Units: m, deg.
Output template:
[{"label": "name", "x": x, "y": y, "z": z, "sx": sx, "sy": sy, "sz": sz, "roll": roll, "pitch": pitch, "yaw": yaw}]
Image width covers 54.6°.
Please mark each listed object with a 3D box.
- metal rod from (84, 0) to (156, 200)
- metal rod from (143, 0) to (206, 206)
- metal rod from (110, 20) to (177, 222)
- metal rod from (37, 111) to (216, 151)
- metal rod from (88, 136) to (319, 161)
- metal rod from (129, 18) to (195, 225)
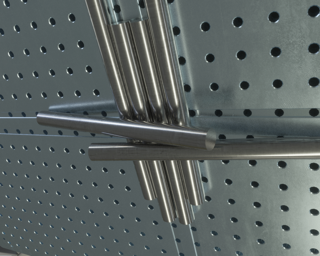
[{"label": "metal rod", "x": -0.045, "y": -0.027, "z": 0.418, "sx": 0.025, "sy": 0.025, "sz": 0.298, "roll": 1, "pitch": 119, "yaw": 28}, {"label": "metal rod", "x": 0.021, "y": -0.028, "z": 0.382, "sx": 0.025, "sy": 0.025, "sz": 0.298, "roll": 1, "pitch": 119, "yaw": 28}, {"label": "metal rod", "x": -0.015, "y": 0.009, "z": 0.424, "sx": 0.025, "sy": 0.025, "sz": 0.298, "roll": 1, "pitch": 119, "yaw": 28}, {"label": "metal rod", "x": -0.067, "y": -0.002, "z": 0.416, "sx": 0.300, "sy": 0.025, "sz": 0.025, "roll": 7, "pitch": 122, "yaw": 35}, {"label": "metal rod", "x": 0.050, "y": 0.027, "z": 0.375, "sx": 0.301, "sy": 0.025, "sz": 0.025, "roll": -2, "pitch": 118, "yaw": 19}, {"label": "metal rod", "x": 0.009, "y": 0.009, "z": 0.414, "sx": 0.025, "sy": 0.025, "sz": 0.298, "roll": 1, "pitch": 119, "yaw": 28}]
